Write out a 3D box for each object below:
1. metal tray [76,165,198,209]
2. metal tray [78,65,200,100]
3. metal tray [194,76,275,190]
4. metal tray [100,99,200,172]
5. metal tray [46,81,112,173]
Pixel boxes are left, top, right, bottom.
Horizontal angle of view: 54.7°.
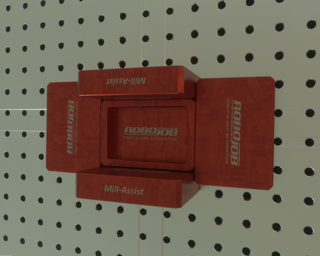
[{"bbox_3d":[-0.025,0.068,0.384,0.130,0.090,0.030,1,91,19],"label":"metal tray"},{"bbox_3d":[-0.023,-0.052,0.385,0.130,0.090,0.030,1,91,19],"label":"metal tray"},{"bbox_3d":[0.090,0.005,0.376,0.090,0.030,0.129,1,90,18],"label":"metal tray"},{"bbox_3d":[-0.014,0.008,0.412,0.130,0.030,0.089,1,90,19],"label":"metal tray"},{"bbox_3d":[-0.118,-0.001,0.450,0.090,0.030,0.129,1,90,19],"label":"metal tray"}]
